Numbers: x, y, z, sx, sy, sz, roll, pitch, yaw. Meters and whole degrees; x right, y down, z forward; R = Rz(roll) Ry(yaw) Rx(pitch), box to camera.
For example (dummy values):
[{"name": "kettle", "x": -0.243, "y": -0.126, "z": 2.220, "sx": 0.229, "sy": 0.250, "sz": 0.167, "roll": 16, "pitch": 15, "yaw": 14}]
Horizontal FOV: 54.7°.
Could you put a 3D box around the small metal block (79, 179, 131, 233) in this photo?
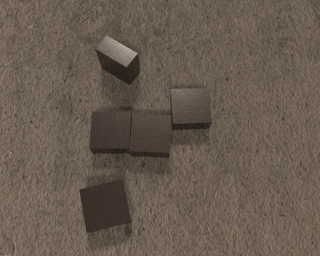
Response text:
[{"name": "small metal block", "x": -0.065, "y": 0.094, "z": 0.373, "sx": 0.050, "sy": 0.025, "sz": 0.050, "roll": -13, "pitch": 71, "yaw": -5}]

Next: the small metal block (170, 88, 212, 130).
[{"name": "small metal block", "x": 0.041, "y": -0.026, "z": 0.418, "sx": 0.050, "sy": 0.025, "sz": 0.050, "roll": -2, "pitch": 70, "yaw": -1}]

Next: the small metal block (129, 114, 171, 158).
[{"name": "small metal block", "x": -0.012, "y": 0.011, "z": 0.404, "sx": 0.050, "sy": 0.025, "sz": 0.050, "roll": 3, "pitch": 70, "yaw": 0}]

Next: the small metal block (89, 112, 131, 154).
[{"name": "small metal block", "x": -0.063, "y": 0.006, "z": 0.405, "sx": 0.050, "sy": 0.025, "sz": 0.050, "roll": 0, "pitch": 70, "yaw": 0}]

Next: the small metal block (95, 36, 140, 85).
[{"name": "small metal block", "x": -0.057, "y": -0.092, "z": 0.428, "sx": 0.050, "sy": 0.050, "sz": 0.025, "roll": 32, "pitch": 73, "yaw": 10}]
